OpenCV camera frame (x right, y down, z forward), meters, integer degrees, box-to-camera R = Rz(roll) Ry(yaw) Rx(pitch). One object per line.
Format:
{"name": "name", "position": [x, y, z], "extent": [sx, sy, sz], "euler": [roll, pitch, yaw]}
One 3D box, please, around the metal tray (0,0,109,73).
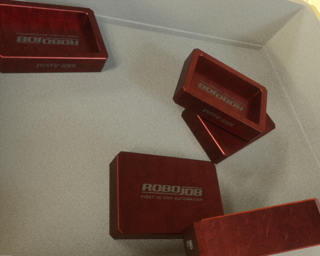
{"name": "metal tray", "position": [-0.142, -0.116, 0.397], "extent": [0.131, 0.030, 0.090], "euler": [-7, 65, -32]}

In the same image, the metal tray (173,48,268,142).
{"name": "metal tray", "position": [0.090, -0.048, 0.442], "extent": [0.131, 0.030, 0.090], "euler": [27, 52, -12]}

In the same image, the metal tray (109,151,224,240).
{"name": "metal tray", "position": [0.009, 0.080, 0.360], "extent": [0.131, 0.030, 0.090], "euler": [9, 58, -24]}

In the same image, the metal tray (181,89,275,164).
{"name": "metal tray", "position": [0.106, -0.011, 0.469], "extent": [0.131, 0.030, 0.090], "euler": [-23, 74, -37]}

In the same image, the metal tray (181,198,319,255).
{"name": "metal tray", "position": [0.070, 0.092, 0.267], "extent": [0.091, 0.130, 0.030], "euler": [-9, 69, -4]}
